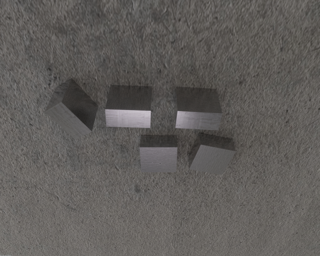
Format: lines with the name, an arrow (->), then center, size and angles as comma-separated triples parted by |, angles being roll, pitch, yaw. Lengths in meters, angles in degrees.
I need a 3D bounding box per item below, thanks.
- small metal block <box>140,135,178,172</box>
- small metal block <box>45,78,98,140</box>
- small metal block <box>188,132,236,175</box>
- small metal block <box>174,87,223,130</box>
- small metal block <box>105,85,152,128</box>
small metal block -> -0.002, 0.037, 0.438 | 0.050, 0.025, 0.050 | 0, 130, 0
small metal block -> -0.103, -0.023, 0.370 | 0.025, 0.050, 0.050 | -26, 126, 20
small metal block -> 0.072, 0.037, 0.439 | 0.050, 0.025, 0.050 | 11, 129, -10
small metal block -> 0.044, -0.024, 0.371 | 0.050, 0.050, 0.025 | 3, 130, -3
small metal block -> -0.036, -0.026, 0.368 | 0.050, 0.050, 0.025 | 2, 130, -2
